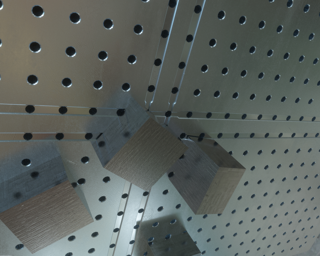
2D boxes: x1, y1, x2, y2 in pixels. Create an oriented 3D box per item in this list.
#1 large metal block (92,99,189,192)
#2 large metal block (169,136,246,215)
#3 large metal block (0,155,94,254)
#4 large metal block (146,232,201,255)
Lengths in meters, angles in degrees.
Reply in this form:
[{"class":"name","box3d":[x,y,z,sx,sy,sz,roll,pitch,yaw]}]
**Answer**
[{"class":"large metal block","box3d":[-0.024,0.024,0.398,0.080,0.050,0.080,-47,130,5]},{"class":"large metal block","box3d":[0.067,0.069,0.457,0.050,0.080,0.079,8,114,-32]},{"class":"large metal block","box3d":[-0.138,0.093,0.378,0.080,0.050,0.080,-26,128,-13]},{"class":"large metal block","box3d":[0.020,0.244,0.559,0.081,0.050,0.079,-6,121,-26]}]
